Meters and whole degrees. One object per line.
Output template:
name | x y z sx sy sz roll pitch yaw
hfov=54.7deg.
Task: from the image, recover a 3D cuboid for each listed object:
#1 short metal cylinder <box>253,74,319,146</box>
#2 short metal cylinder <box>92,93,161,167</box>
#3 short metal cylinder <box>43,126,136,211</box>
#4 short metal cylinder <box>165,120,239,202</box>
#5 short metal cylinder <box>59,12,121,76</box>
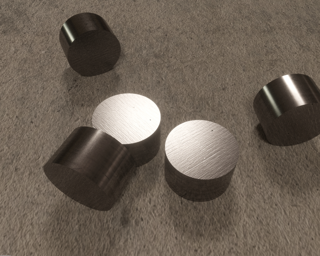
short metal cylinder | 0.164 -0.021 0.387 0.081 0.080 0.050 -6 51 -5
short metal cylinder | -0.040 0.003 0.384 0.081 0.050 0.080 0 50 0
short metal cylinder | -0.073 0.044 0.330 0.080 0.080 0.050 19 53 15
short metal cylinder | 0.046 0.037 0.356 0.081 0.050 0.080 0 50 0
short metal cylinder | -0.107 -0.127 0.473 0.081 0.080 0.050 -20 53 -16
